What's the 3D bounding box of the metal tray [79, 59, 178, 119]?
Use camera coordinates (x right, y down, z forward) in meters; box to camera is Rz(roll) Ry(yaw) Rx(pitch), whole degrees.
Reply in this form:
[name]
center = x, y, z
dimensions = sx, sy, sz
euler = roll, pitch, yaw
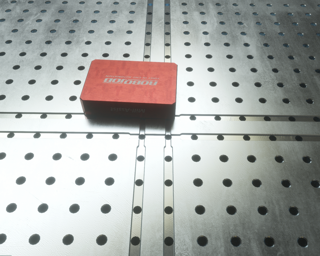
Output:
[metal tray]
center = -0.041, -0.059, 0.453
dimensions = 0.131, 0.030, 0.090
euler = 3, 50, 2
